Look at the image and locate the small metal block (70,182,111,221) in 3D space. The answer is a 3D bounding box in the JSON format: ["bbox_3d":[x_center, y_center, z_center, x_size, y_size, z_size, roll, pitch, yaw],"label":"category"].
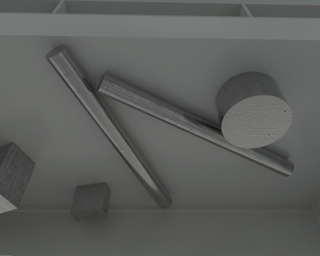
[{"bbox_3d":[-0.109,0.116,0.490,0.050,0.050,0.025,-9,130,7],"label":"small metal block"}]

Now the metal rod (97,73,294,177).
[{"bbox_3d":[0.061,0.004,0.413,0.302,0.025,0.025,24,126,-20],"label":"metal rod"}]

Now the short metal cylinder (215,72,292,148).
[{"bbox_3d":[0.111,-0.021,0.377,0.081,0.050,0.079,0,130,0],"label":"short metal cylinder"}]

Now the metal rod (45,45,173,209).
[{"bbox_3d":[-0.052,0.021,0.425,0.025,0.025,0.299,-19,128,15],"label":"metal rod"}]

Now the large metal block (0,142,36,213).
[{"bbox_3d":[-0.235,0.075,0.433,0.080,0.080,0.050,-18,128,14],"label":"large metal block"}]
